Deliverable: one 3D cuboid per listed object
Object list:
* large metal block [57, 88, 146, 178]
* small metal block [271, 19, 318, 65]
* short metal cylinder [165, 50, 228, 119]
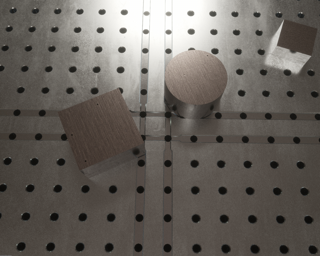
[{"bbox_3d":[-0.072,0.007,0.395,0.080,0.050,0.080,-23,72,-9],"label":"large metal block"},{"bbox_3d":[0.200,-0.128,0.461,0.050,0.025,0.050,19,71,6],"label":"small metal block"},{"bbox_3d":[0.046,-0.058,0.420,0.081,0.050,0.080,0,70,0],"label":"short metal cylinder"}]
